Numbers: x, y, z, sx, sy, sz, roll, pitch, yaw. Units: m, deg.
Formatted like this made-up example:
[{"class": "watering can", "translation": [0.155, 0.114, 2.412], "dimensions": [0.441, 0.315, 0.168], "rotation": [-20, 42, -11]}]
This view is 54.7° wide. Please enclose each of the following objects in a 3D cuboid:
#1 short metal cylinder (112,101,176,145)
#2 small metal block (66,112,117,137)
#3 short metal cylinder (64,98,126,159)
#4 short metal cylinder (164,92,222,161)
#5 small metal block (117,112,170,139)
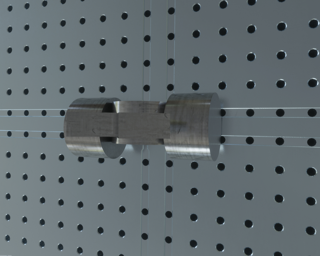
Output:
[{"class": "short metal cylinder", "translation": [-0.020, -0.006, 0.390], "dimensions": [0.080, 0.080, 0.050], "rotation": [1, 91, 20]}, {"class": "small metal block", "translation": [-0.074, -0.004, 0.339], "dimensions": [0.050, 0.050, 0.025], "rotation": [1, 91, -12]}, {"class": "short metal cylinder", "translation": [-0.082, 0.000, 0.412], "dimensions": [0.050, 0.080, 0.079], "rotation": [1, 91, 20]}, {"class": "short metal cylinder", "translation": [0.041, -0.002, 0.368], "dimensions": [0.050, 0.080, 0.079], "rotation": [1, 90, 21]}, {"class": "small metal block", "translation": [-0.019, -0.003, 0.324], "dimensions": [0.050, 0.050, 0.025], "rotation": [1, 91, -11]}]
